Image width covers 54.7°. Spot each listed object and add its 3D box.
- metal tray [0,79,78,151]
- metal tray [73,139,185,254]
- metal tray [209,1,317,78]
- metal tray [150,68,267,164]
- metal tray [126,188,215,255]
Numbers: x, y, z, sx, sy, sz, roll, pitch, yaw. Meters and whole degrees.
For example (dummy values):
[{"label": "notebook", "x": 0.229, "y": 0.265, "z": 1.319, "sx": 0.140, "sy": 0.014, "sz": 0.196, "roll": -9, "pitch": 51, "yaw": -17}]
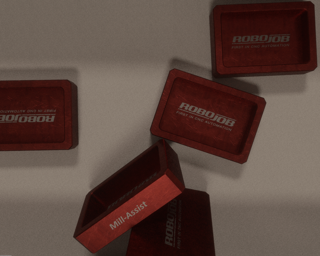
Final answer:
[{"label": "metal tray", "x": -0.177, "y": -0.016, "z": 0.406, "sx": 0.131, "sy": 0.030, "sz": 0.089, "roll": -1, "pitch": 90, "yaw": -1}, {"label": "metal tray", "x": -0.036, "y": 0.076, "z": 0.365, "sx": 0.130, "sy": 0.090, "sz": 0.030, "roll": -37, "pitch": 108, "yaw": 10}, {"label": "metal tray", "x": 0.135, "y": -0.115, "z": 0.410, "sx": 0.131, "sy": 0.030, "sz": 0.089, "roll": -3, "pitch": 90, "yaw": -1}, {"label": "metal tray", "x": 0.062, "y": -0.015, "z": 0.409, "sx": 0.131, "sy": 0.030, "sz": 0.090, "roll": 18, "pitch": 90, "yaw": -1}, {"label": "metal tray", "x": 0.013, "y": 0.118, "z": 0.359, "sx": 0.091, "sy": 0.130, "sz": 0.030, "roll": 11, "pitch": 116, "yaw": -1}]
